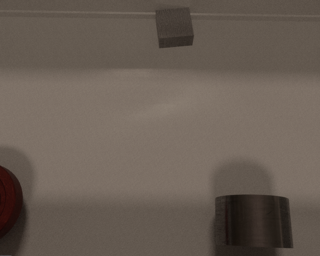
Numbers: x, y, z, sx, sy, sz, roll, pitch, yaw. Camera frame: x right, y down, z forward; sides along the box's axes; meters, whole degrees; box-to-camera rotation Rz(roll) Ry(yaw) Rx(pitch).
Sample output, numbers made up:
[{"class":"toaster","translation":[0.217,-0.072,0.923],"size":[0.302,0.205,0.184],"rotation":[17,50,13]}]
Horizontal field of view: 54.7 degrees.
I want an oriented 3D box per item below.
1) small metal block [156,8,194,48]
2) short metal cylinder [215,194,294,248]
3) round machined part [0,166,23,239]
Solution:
[{"class":"small metal block","translation":[0.021,-0.150,0.465],"size":[0.050,0.025,0.050],"rotation":[-6,70,-3]},{"class":"short metal cylinder","translation":[0.102,0.105,0.344],"size":[0.081,0.080,0.050],"rotation":[3,70,0]},{"class":"round machined part","translation":[-0.211,0.090,0.365],"size":[0.099,0.042,0.098],"rotation":[0,70,-1]}]
